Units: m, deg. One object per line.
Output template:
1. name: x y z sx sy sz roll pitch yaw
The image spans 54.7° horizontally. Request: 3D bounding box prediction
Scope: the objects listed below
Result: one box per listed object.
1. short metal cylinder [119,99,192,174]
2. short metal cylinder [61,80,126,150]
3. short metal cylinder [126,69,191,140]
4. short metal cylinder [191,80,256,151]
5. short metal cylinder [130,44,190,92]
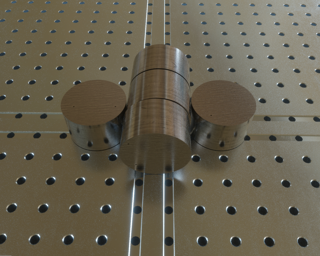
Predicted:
1. short metal cylinder: -0.005 0.012 0.362 0.081 0.080 0.050 1 50 0
2. short metal cylinder: -0.082 -0.018 0.404 0.081 0.050 0.080 0 50 0
3. short metal cylinder: -0.001 -0.028 0.395 0.081 0.080 0.050 2 50 1
4. short metal cylinder: 0.079 -0.017 0.406 0.081 0.050 0.080 0 50 0
5. short metal cylinder: 0.001 -0.067 0.427 0.081 0.080 0.050 2 50 1
